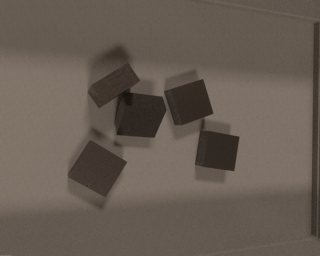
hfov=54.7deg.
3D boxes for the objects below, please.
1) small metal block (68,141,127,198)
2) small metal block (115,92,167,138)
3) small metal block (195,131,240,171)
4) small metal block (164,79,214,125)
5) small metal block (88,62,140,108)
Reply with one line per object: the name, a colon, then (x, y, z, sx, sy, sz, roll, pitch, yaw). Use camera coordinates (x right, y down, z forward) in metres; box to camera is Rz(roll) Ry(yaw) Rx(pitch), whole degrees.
small metal block: (-0.077, 0.050, 0.383, 0.050, 0.025, 0.050, 34, 79, -17)
small metal block: (-0.025, -0.015, 0.387, 0.050, 0.050, 0.025, 5, 44, -21)
small metal block: (0.082, 0.033, 0.442, 0.050, 0.025, 0.050, 10, 87, -20)
small metal block: (0.040, -0.035, 0.426, 0.050, 0.025, 0.050, -20, 97, -19)
small metal block: (-0.057, -0.050, 0.376, 0.050, 0.050, 0.025, -36, 98, -17)
